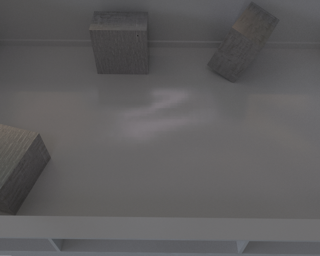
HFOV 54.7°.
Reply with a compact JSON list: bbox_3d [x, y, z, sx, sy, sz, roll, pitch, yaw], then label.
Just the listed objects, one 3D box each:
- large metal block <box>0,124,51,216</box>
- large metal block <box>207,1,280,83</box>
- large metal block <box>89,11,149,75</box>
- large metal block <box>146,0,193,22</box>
[{"bbox_3d":[-0.187,0.043,0.352,0.080,0.050,0.080,12,51,10],"label":"large metal block"},{"bbox_3d":[0.125,-0.129,0.471,0.050,0.080,0.080,35,56,2],"label":"large metal block"},{"bbox_3d":[-0.058,-0.130,0.478,0.080,0.080,0.050,1,50,0],"label":"large metal block"},{"bbox_3d":[0.019,-0.263,0.593,0.080,0.080,0.050,-37,59,-27],"label":"large metal block"}]
